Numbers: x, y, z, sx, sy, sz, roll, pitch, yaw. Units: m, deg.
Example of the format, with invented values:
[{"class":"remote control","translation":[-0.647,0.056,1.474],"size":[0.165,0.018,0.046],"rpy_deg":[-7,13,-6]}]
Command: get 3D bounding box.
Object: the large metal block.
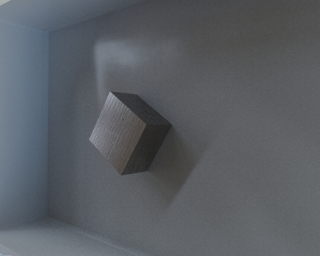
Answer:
[{"class":"large metal block","translation":[-0.042,0.006,0.427],"size":[0.080,0.050,0.080],"rpy_deg":[41,115,32]}]
